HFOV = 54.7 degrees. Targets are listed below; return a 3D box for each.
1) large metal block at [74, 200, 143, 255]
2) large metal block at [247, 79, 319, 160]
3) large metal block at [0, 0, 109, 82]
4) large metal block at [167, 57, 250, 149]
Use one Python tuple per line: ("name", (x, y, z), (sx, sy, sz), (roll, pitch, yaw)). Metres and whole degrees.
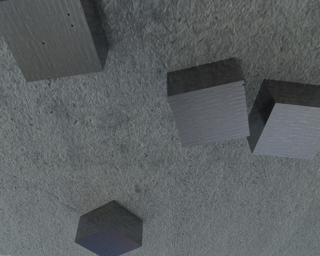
("large metal block", (-0.087, 0.181, 0.544), (0.080, 0.050, 0.080), (-30, 124, 23))
("large metal block", (0.160, -0.009, 0.384), (0.081, 0.050, 0.079), (6, 130, -5))
("large metal block", (-0.103, -0.098, 0.307), (0.080, 0.050, 0.080), (-7, 130, 6))
("large metal block", (0.057, -0.028, 0.367), (0.080, 0.050, 0.080), (-12, 129, 9))
